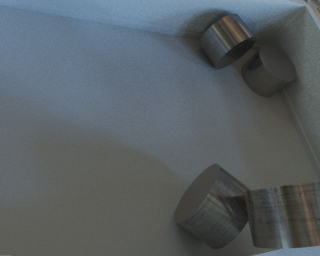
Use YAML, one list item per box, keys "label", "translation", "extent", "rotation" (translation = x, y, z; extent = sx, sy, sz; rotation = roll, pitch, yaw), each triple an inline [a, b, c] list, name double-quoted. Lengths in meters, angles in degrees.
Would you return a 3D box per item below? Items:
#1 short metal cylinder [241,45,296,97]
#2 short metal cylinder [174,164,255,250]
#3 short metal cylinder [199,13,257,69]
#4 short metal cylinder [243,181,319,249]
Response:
- label: "short metal cylinder"
  translation: [0.196, -0.103, 0.561]
  extent: [0.081, 0.050, 0.080]
  rotation: [14, 56, -21]
- label: "short metal cylinder"
  translation: [0.061, 0.088, 0.351]
  extent: [0.050, 0.080, 0.080]
  rotation: [38, 51, -3]
- label: "short metal cylinder"
  translation: [0.113, -0.145, 0.522]
  extent: [0.081, 0.080, 0.050]
  rotation: [-24, 75, -37]
- label: "short metal cylinder"
  translation: [0.124, 0.080, 0.292]
  extent: [0.081, 0.080, 0.050]
  rotation: [1, 73, -28]
